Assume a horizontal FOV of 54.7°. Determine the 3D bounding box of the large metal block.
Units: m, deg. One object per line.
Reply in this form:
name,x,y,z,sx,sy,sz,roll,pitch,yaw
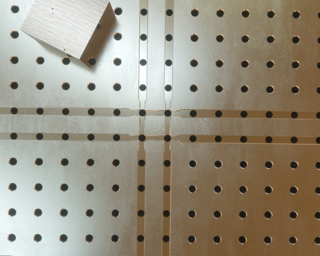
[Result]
large metal block,-0.115,-0.137,0.399,0.080,0.050,0.080,27,90,-1
